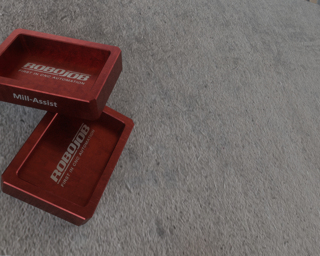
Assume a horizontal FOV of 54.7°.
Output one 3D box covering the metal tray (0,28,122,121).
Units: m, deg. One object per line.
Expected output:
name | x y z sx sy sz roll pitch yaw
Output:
metal tray | -0.117 -0.062 0.343 0.131 0.030 0.090 12 52 6

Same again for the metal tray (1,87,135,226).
metal tray | -0.092 0.026 0.334 0.090 0.030 0.130 29 52 -10
